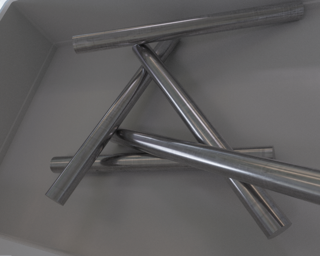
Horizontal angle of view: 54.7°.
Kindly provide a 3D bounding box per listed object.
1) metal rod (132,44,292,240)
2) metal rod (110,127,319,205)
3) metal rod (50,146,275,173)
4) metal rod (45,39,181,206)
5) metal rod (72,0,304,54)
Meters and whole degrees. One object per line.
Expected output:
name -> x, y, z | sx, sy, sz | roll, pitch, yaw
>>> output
metal rod -> 0.038, -0.013, 0.356 | 0.025, 0.025, 0.300 | -36, 55, 4
metal rod -> 0.031, 0.026, 0.320 | 0.300, 0.025, 0.025 | 11, 66, 50
metal rod -> -0.016, 0.042, 0.388 | 0.300, 0.025, 0.025 | -5, 60, 25
metal rod -> -0.050, -0.031, 0.422 | 0.025, 0.025, 0.300 | 14, 60, 34
metal rod -> 0.034, -0.134, 0.414 | 0.302, 0.025, 0.025 | -8, 57, 3
